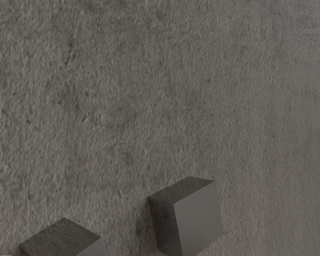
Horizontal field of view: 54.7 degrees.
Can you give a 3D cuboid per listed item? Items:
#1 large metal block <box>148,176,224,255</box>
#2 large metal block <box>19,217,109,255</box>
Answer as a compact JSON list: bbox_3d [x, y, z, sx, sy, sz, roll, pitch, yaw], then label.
[{"bbox_3d":[0.037,0.120,0.422,0.081,0.050,0.079,-18,102,-39],"label":"large metal block"},{"bbox_3d":[-0.084,0.143,0.300,0.050,0.080,0.080,-28,108,-37],"label":"large metal block"}]
